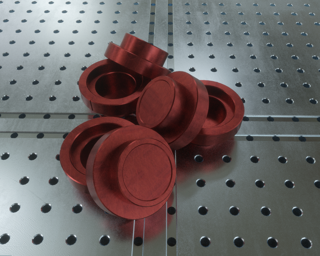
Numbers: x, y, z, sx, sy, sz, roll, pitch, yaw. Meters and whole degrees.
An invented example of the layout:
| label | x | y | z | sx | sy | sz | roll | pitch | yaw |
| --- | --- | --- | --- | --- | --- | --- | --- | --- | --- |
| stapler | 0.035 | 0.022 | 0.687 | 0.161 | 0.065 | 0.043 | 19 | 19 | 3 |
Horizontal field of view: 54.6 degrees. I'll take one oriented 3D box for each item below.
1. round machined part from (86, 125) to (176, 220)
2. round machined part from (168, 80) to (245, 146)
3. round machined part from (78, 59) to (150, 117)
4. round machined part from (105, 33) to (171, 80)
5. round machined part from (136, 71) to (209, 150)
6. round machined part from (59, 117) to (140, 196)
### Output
| label | x | y | z | sx | sy | sz | roll | pitch | yaw |
| --- | --- | --- | --- | --- | --- | --- | --- | --- | --- |
| round machined part | -0.022 | 0.045 | 0.322 | 0.099 | 0.042 | 0.098 | 5 | 82 | -33 |
| round machined part | 0.058 | -0.016 | 0.410 | 0.099 | 0.042 | 0.098 | 0 | 50 | 0 |
| round machined part | -0.062 | -0.053 | 0.440 | 0.099 | 0.042 | 0.098 | 0 | 50 | 0 |
| round machined part | -0.027 | -0.103 | 0.448 | 0.098 | 0.042 | 0.098 | 25 | 11 | -5 |
| round machined part | 0.008 | -0.025 | 0.378 | 0.042 | 0.098 | 0.098 | 22 | 37 | -39 |
| round machined part | -0.063 | 0.036 | 0.365 | 0.099 | 0.042 | 0.098 | 0 | 50 | 0 |
